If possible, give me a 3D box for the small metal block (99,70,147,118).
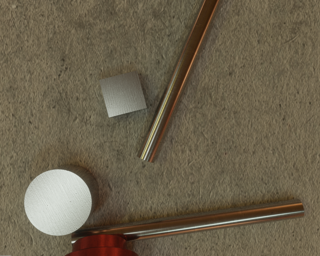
[{"bbox_3d":[-0.047,-0.044,0.409,0.050,0.025,0.050,-14,90,-1],"label":"small metal block"}]

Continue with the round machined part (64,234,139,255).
[{"bbox_3d":[-0.075,0.165,0.383,0.099,0.097,0.042,-8,49,-1],"label":"round machined part"}]

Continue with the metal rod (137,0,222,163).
[{"bbox_3d":[0.038,-0.096,0.410,0.025,0.025,0.299,23,90,-1],"label":"metal rod"}]

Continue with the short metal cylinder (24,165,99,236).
[{"bbox_3d":[-0.122,0.089,0.396,0.081,0.050,0.079,0,90,-1],"label":"short metal cylinder"}]

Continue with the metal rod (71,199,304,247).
[{"bbox_3d":[0.037,0.127,0.410,0.302,0.025,0.025,-8,90,-1],"label":"metal rod"}]
